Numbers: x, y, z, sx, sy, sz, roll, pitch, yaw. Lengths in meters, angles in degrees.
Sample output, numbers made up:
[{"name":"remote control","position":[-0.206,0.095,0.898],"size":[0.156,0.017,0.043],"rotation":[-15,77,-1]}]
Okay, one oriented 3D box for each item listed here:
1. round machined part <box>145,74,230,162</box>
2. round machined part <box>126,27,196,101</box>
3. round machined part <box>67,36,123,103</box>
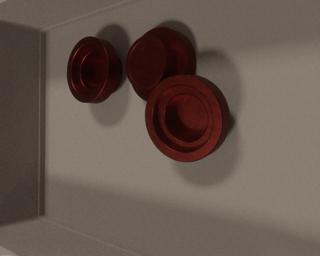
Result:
[{"name":"round machined part","position":[0.034,-0.013,0.359],"size":[0.098,0.042,0.097],"rotation":[6,102,32]},{"name":"round machined part","position":[-0.006,-0.081,0.399],"size":[0.098,0.042,0.097],"rotation":[0,90,39]},{"name":"round machined part","position":[-0.095,-0.086,0.472],"size":[0.098,0.042,0.097],"rotation":[0,90,39]}]
